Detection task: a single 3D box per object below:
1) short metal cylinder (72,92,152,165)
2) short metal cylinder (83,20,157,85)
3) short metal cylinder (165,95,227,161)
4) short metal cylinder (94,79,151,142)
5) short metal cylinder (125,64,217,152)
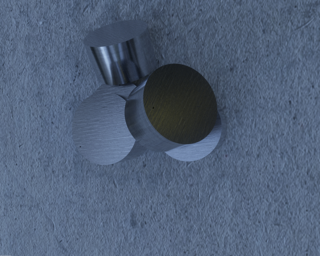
[{"bbox_3d":[-0.053,0.000,0.361,0.080,0.050,0.079,0,90,19],"label":"short metal cylinder"},{"bbox_3d":[-0.049,-0.097,0.390,0.080,0.080,0.050,0,129,19],"label":"short metal cylinder"},{"bbox_3d":[0.039,-0.001,0.382,0.080,0.050,0.079,0,90,19],"label":"short metal cylinder"},{"bbox_3d":[-0.046,-0.022,0.412,0.080,0.050,0.079,0,90,19],"label":"short metal cylinder"},{"bbox_3d":[0.010,-0.019,0.316,0.050,0.081,0.080,-26,79,61],"label":"short metal cylinder"}]
